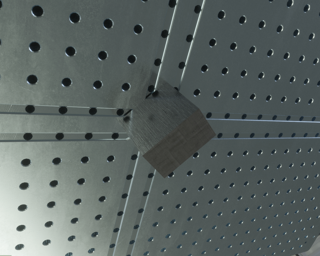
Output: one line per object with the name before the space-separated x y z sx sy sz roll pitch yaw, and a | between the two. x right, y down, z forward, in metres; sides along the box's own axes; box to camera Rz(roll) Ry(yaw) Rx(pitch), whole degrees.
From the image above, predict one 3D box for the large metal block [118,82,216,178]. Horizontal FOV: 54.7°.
large metal block | 0.007 0.000 0.381 0.080 0.080 0.050 -40 130 -1
